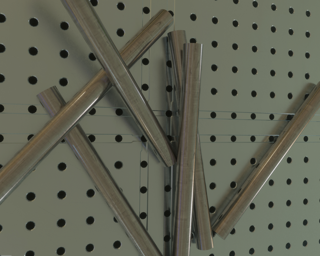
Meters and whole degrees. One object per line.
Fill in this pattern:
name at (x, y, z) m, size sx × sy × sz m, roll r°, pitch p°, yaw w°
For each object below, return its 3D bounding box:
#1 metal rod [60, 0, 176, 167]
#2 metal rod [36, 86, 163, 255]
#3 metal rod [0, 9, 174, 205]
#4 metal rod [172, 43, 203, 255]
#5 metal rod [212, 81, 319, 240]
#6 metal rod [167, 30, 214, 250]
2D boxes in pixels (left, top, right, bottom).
metal rod at (-0.051, -0.069, 0.346) m, size 0.025 × 0.025 × 0.299 m, roll -39°, pitch 121°, yaw -16°
metal rod at (-0.060, 0.084, 0.390) m, size 0.025 × 0.025 × 0.299 m, roll -33°, pitch 101°, yaw -17°
metal rod at (-0.080, -0.040, 0.361) m, size 0.025 × 0.025 × 0.301 m, roll 45°, pitch 68°, yaw -15°
metal rod at (0.035, 0.044, 0.405) m, size 0.025 × 0.025 × 0.298 m, roll 0°, pitch 97°, yaw -20°
metal rod at (0.178, 0.041, 0.477) m, size 0.025 × 0.025 × 0.300 m, roll 44°, pitch 76°, yaw -15°
metal rod at (0.043, 0.018, 0.428) m, size 0.025 × 0.025 × 0.298 m, roll -9°, pitch 93°, yaw -20°
